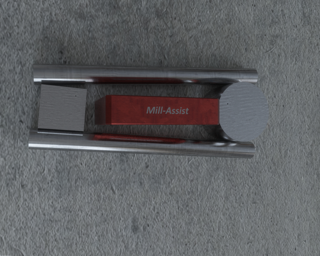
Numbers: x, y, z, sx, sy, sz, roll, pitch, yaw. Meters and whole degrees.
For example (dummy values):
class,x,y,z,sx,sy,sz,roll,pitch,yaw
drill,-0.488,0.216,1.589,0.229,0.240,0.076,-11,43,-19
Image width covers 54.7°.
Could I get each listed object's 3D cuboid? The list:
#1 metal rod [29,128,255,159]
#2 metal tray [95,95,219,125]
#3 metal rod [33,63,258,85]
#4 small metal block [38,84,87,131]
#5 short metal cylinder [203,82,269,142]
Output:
class,x,y,z,sx,sy,sz,roll,pitch,yaw
metal rod,-0.008,0.023,0.407,0.302,0.025,0.025,4,89,-20
metal tray,-0.007,-0.019,0.372,0.131,0.090,0.030,0,90,-20
metal rod,-0.004,-0.069,0.409,0.303,0.025,0.025,-3,91,-20
small metal block,-0.116,-0.023,0.368,0.050,0.025,0.050,5,89,-20
short metal cylinder,0.103,-0.022,0.434,0.081,0.050,0.079,0,90,-20
